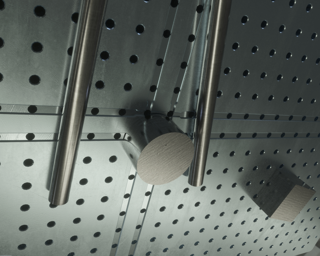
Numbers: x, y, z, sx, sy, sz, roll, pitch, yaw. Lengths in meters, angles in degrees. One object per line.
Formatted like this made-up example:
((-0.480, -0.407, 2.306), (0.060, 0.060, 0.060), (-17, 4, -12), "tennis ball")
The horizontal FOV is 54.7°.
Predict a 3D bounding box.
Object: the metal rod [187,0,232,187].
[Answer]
((0.064, -0.043, 0.419), (0.025, 0.025, 0.298), (-11, 123, -23), "metal rod")

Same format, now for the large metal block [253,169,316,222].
((0.246, 0.135, 0.613), (0.080, 0.050, 0.080), (21, 107, -36), "large metal block")

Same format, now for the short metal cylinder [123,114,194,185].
((-0.002, 0.028, 0.411), (0.081, 0.050, 0.079), (-14, 124, -21), "short metal cylinder")

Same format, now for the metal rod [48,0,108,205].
((-0.089, -0.040, 0.337), (0.025, 0.025, 0.298), (3, 117, -30), "metal rod")
